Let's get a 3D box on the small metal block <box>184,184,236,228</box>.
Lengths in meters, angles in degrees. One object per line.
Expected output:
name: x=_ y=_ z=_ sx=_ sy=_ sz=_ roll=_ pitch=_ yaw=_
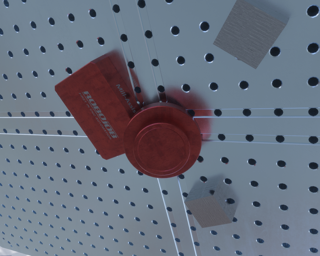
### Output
small metal block: x=0.072 y=0.112 z=0.443 sx=0.050 sy=0.025 sz=0.050 roll=-25 pitch=105 yaw=36

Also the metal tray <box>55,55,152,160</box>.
metal tray: x=-0.077 y=-0.024 z=0.434 sx=0.090 sy=0.030 sz=0.130 roll=-22 pitch=107 yaw=36

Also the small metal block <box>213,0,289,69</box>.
small metal block: x=0.089 y=-0.095 z=0.306 sx=0.050 sy=0.025 sz=0.050 roll=33 pitch=129 yaw=6

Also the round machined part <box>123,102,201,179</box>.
round machined part: x=0.003 y=0.020 z=0.387 sx=0.099 sy=0.042 sz=0.097 roll=1 pitch=108 yaw=2
